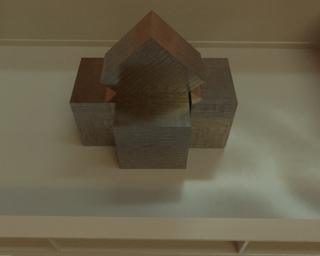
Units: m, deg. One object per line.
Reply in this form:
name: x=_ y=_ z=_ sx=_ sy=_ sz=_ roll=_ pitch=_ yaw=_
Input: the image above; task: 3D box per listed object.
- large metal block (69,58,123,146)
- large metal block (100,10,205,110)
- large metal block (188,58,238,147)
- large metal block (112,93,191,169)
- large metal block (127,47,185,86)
large metal block: x=-0.074 y=-0.033 z=0.395 sx=0.050 sy=0.080 sz=0.080 roll=0 pitch=50 yaw=0
large metal block: x=-0.008 y=-0.069 z=0.352 sx=0.080 sy=0.080 sz=0.050 roll=33 pitch=40 yaw=-33
large metal block: x=0.059 y=-0.032 z=0.392 sx=0.050 sy=0.080 sz=0.080 roll=0 pitch=50 yaw=0
large metal block: x=-0.008 y=0.005 z=0.363 sx=0.081 sy=0.080 sz=0.050 roll=0 pitch=50 yaw=0
large metal block: x=-0.008 y=-0.072 z=0.428 sx=0.081 sy=0.080 sz=0.050 roll=0 pitch=50 yaw=0
